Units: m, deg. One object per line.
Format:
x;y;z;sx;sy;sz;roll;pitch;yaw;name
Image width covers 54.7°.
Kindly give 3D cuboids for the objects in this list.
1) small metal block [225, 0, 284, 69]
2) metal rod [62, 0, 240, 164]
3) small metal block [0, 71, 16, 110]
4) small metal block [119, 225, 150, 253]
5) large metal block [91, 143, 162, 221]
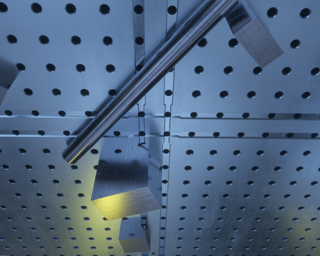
0.095;-0.096;0.315;0.025;0.050;0.050;-36;122;26;small metal block
-0.030;-0.045;0.372;0.025;0.025;0.299;34;122;-26;metal rod
-0.210;-0.047;0.368;0.050;0.025;0.050;28;124;-23;small metal block
-0.048;0.214;0.593;0.050;0.025;0.050;-7;130;5;small metal block
-0.044;0.075;0.439;0.080;0.080;0.050;-17;128;13;large metal block
